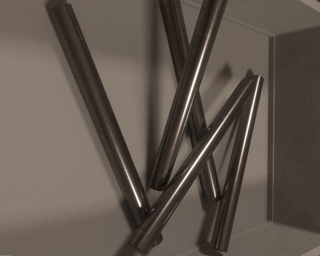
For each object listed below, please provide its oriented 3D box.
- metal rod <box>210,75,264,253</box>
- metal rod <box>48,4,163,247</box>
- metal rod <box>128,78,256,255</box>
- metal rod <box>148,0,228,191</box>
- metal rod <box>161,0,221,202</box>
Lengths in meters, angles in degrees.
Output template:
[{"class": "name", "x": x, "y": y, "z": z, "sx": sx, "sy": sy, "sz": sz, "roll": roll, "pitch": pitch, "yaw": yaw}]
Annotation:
[{"class": "metal rod", "x": 0.128, "y": 0.042, "z": 0.495, "sx": 0.025, "sy": 0.025, "sz": 0.300, "roll": 37, "pitch": 61, "yaw": -34}, {"class": "metal rod", "x": -0.056, "y": 0.011, "z": 0.361, "sx": 0.025, "sy": 0.025, "sz": 0.298, "roll": -31, "pitch": 110, "yaw": -36}, {"class": "metal rod", "x": 0.057, "y": 0.034, "z": 0.422, "sx": 0.301, "sy": 0.025, "sz": 0.025, "roll": -51, "pitch": 120, "yaw": -28}, {"class": "metal rod", "x": 0.036, "y": -0.058, "z": 0.359, "sx": 0.025, "sy": 0.025, "sz": 0.298, "roll": -1, "pitch": 116, "yaw": -40}, {"class": "metal rod", "x": 0.049, "y": -0.033, "z": 0.449, "sx": 0.025, "sy": 0.025, "sz": 0.298, "roll": -23, "pitch": 105, "yaw": -38}]
